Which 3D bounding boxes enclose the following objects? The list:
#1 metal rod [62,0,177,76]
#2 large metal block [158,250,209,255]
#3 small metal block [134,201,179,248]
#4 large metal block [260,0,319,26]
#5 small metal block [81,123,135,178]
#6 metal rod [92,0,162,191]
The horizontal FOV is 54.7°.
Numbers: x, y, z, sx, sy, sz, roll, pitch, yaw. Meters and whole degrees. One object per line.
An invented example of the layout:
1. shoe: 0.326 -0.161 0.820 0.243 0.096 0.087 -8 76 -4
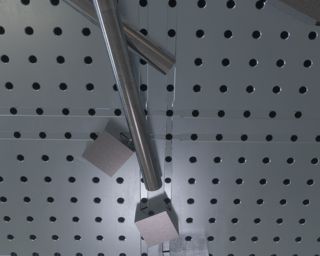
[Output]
1. metal rod: -0.108 -0.159 0.353 0.301 0.025 0.025 34 106 -12
2. large metal block: 0.040 0.245 0.491 0.080 0.050 0.079 -4 110 1
3. small metal block: -0.004 0.145 0.467 0.050 0.025 0.050 -23 109 8
4. large metal block: 0.162 -0.168 0.340 0.080 0.050 0.080 23 108 -9
5. small metal block: -0.069 0.031 0.424 0.050 0.025 0.050 39 105 -13
6. metal rod: -0.039 -0.047 0.376 0.025 0.025 0.298 -11 117 4
